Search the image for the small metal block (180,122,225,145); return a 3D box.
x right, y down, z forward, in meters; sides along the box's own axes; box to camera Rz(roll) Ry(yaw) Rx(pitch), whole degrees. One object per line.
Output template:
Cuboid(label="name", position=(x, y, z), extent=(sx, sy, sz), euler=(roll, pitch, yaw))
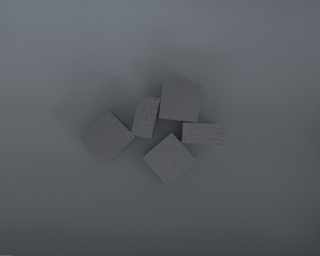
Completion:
Cuboid(label="small metal block", position=(0.052, 0.007, 0.397), extent=(0.050, 0.050, 0.025), euler=(3, 90, -1))

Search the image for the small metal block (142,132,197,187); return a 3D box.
Cuboid(label="small metal block", position=(0.013, 0.041, 0.409), extent=(0.050, 0.025, 0.050), euler=(-41, 91, 0))

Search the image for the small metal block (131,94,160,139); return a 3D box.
Cuboid(label="small metal block", position=(-0.018, -0.014, 0.396), extent=(0.025, 0.050, 0.050), euler=(13, 90, 0))

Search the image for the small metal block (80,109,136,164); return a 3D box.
Cuboid(label="small metal block", position=(-0.067, 0.011, 0.409), extent=(0.050, 0.025, 0.050), euler=(-45, 91, 0))

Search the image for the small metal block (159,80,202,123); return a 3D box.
Cuboid(label="small metal block", position=(0.026, -0.034, 0.410), extent=(0.050, 0.025, 0.050), euler=(6, 90, -1))
